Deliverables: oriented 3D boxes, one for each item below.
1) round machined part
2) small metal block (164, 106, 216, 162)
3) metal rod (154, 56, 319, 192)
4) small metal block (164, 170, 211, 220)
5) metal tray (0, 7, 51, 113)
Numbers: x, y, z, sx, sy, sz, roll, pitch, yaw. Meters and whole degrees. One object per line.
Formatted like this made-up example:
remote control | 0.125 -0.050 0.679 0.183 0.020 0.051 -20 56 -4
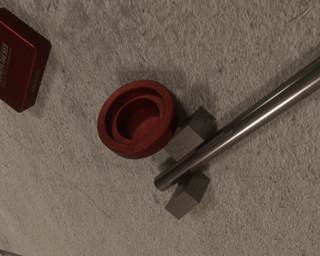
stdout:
round machined part | -0.023 -0.007 0.379 0.098 0.098 0.042 5 156 25
small metal block | 0.036 0.007 0.375 0.025 0.050 0.050 44 129 -3
metal rod | 0.088 0.004 0.361 0.025 0.025 0.299 45 129 -4
small metal block | 0.038 0.091 0.425 0.025 0.050 0.050 40 129 1
metal tray | -0.219 -0.096 0.457 0.090 0.030 0.129 37 129 2
